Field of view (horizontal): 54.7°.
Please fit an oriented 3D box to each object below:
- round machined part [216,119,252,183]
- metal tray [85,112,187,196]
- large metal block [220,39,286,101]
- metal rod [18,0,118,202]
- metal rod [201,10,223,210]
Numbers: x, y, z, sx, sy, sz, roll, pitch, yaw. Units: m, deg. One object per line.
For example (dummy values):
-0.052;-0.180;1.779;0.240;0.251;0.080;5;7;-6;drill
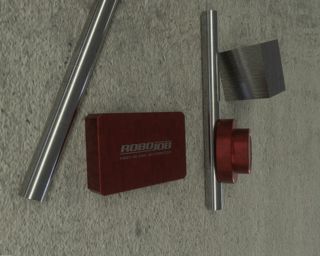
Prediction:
0.114;0.034;0.465;0.098;0.042;0.097;-2;90;-70;round machined part
-0.025;0.026;0.383;0.131;0.030;0.089;-4;93;-40;metal tray
0.144;-0.090;0.492;0.050;0.080;0.079;-23;105;-38;large metal block
-0.084;-0.071;0.335;0.025;0.025;0.299;27;73;-37;metal rod
0.080;-0.026;0.473;0.025;0.025;0.298;-3;92;-40;metal rod
